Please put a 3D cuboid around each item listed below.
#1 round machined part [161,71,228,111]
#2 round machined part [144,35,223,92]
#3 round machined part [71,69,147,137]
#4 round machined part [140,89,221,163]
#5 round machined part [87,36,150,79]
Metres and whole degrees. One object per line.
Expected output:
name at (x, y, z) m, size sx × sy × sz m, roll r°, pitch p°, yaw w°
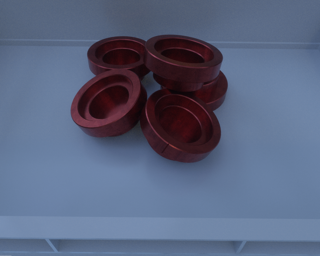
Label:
round machined part at (0.050, -0.069, 0.453) m, size 0.099 × 0.042 × 0.098 m, roll 0°, pitch 50°, yaw 0°
round machined part at (0.027, -0.081, 0.398) m, size 0.099 × 0.042 × 0.098 m, roll 7°, pitch 37°, yaw -5°
round machined part at (-0.062, -0.028, 0.403) m, size 0.098 × 0.042 × 0.098 m, roll -12°, pitch 50°, yaw 15°
round machined part at (0.021, 0.001, 0.379) m, size 0.099 × 0.042 × 0.098 m, roll 15°, pitch 48°, yaw -17°
round machined part at (-0.058, -0.098, 0.470) m, size 0.099 × 0.042 × 0.098 m, roll 1°, pitch 43°, yaw -1°
